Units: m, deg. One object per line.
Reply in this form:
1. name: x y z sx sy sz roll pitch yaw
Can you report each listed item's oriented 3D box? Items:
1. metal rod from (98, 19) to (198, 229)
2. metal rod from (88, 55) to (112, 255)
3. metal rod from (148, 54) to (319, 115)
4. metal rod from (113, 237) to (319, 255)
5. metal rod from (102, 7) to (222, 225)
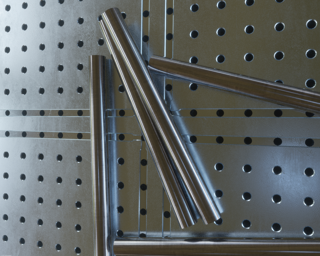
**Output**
1. metal rod: -0.019 -0.013 0.418 0.025 0.025 0.299 -25 82 18
2. metal rod: -0.085 0.048 0.441 0.025 0.025 0.298 -2 89 19
3. metal rod: 0.126 -0.044 0.367 0.301 0.025 0.025 17 96 18
4. metal rod: 0.082 0.148 0.383 0.301 0.025 0.025 -7 88 19
5. metal rod: 0.000 -0.019 0.400 0.025 0.025 0.299 -28 86 17
